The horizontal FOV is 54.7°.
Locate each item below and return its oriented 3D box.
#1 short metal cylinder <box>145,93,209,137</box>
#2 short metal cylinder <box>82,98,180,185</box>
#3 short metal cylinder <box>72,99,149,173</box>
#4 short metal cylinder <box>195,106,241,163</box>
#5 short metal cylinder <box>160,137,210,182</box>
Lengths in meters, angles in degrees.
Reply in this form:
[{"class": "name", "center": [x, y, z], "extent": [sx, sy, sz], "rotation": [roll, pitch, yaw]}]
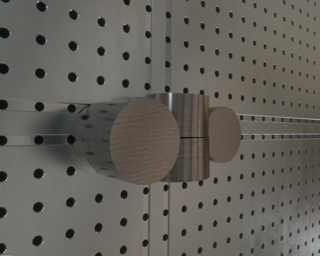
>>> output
[{"class": "short metal cylinder", "center": [0.021, -0.015, 0.391], "extent": [0.081, 0.080, 0.050], "rotation": [1, 90, -40]}, {"class": "short metal cylinder", "center": [-0.027, 0.012, 0.303], "extent": [0.081, 0.050, 0.079], "rotation": [0, 90, -40]}, {"class": "short metal cylinder", "center": [-0.050, 0.009, 0.350], "extent": [0.081, 0.050, 0.079], "rotation": [0, 90, -40]}, {"class": "short metal cylinder", "center": [0.074, 0.009, 0.453], "extent": [0.081, 0.050, 0.079], "rotation": [0, 90, -40]}, {"class": "short metal cylinder", "center": [0.022, 0.036, 0.391], "extent": [0.081, 0.080, 0.050], "rotation": [-2, 91, -40]}]
